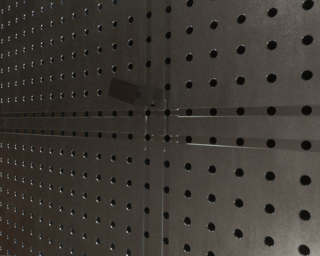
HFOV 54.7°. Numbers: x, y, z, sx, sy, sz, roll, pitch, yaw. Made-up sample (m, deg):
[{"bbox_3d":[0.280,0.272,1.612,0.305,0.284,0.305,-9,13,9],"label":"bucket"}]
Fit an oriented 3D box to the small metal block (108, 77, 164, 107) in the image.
[{"bbox_3d":[-0.032,-0.048,0.418,0.050,0.050,0.025,22,104,37],"label":"small metal block"}]
